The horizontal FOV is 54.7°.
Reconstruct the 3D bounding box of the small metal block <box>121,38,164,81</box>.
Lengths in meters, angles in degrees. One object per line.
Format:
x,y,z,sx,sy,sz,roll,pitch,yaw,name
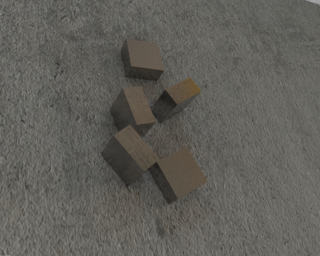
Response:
-0.026,-0.099,0.450,0.050,0.025,0.050,2,61,-27,small metal block

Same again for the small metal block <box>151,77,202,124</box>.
0.021,-0.037,0.421,0.050,0.050,0.025,-31,80,-38,small metal block

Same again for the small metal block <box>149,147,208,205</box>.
0.022,0.058,0.380,0.050,0.025,0.050,-21,73,-36,small metal block

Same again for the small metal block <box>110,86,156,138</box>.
-0.035,-0.015,0.378,0.025,0.050,0.050,-10,67,-32,small metal block

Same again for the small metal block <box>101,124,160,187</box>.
-0.035,0.032,0.349,0.050,0.050,0.025,49,51,6,small metal block
